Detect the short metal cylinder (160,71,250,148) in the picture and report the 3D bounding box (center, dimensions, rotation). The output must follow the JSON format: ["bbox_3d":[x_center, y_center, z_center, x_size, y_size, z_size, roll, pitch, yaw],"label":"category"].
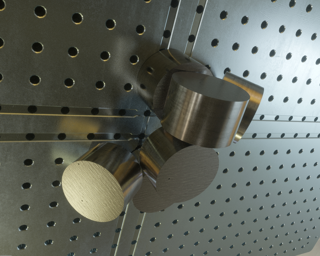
[{"bbox_3d":[0.045,-0.021,0.321,0.081,0.080,0.050,0,118,-29],"label":"short metal cylinder"}]

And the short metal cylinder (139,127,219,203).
[{"bbox_3d":[0.022,0.041,0.366,0.081,0.050,0.079,-14,124,-21],"label":"short metal cylinder"}]

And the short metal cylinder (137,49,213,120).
[{"bbox_3d":[0.019,-0.049,0.374,0.081,0.050,0.079,-14,125,-21],"label":"short metal cylinder"}]

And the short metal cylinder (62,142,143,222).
[{"bbox_3d":[-0.068,0.064,0.371,0.050,0.080,0.079,-46,152,-60],"label":"short metal cylinder"}]

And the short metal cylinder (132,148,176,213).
[{"bbox_3d":[-0.010,0.071,0.432,0.081,0.050,0.079,-14,125,-21],"label":"short metal cylinder"}]

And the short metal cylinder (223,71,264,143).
[{"bbox_3d":[0.091,-0.027,0.400,0.050,0.080,0.079,26,109,5],"label":"short metal cylinder"}]
